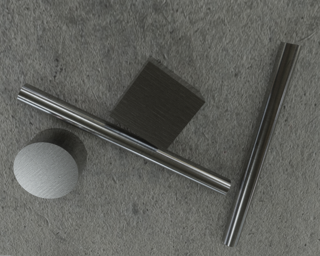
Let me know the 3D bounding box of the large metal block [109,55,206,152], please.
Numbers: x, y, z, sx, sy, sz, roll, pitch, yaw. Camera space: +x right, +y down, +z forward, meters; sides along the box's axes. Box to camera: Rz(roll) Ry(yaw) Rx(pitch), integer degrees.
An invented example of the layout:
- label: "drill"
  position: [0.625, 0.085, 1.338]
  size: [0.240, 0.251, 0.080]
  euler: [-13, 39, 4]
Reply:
- label: "large metal block"
  position: [-0.003, -0.031, 0.385]
  size: [0.080, 0.050, 0.080]
  euler: [35, 106, -12]

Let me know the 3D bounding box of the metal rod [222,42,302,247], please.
- label: "metal rod"
  position: [0.133, 0.036, 0.424]
  size: [0.025, 0.025, 0.298]
  euler: [9, 110, -4]

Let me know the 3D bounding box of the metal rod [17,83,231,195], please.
- label: "metal rod"
  position: [-0.040, 0.019, 0.416]
  size: [0.301, 0.025, 0.025]
  euler: [26, 108, -10]

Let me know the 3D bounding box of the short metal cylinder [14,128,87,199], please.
- label: "short metal cylinder"
  position: [-0.143, 0.046, 0.412]
  size: [0.081, 0.050, 0.079]
  euler: [0, 110, 0]
